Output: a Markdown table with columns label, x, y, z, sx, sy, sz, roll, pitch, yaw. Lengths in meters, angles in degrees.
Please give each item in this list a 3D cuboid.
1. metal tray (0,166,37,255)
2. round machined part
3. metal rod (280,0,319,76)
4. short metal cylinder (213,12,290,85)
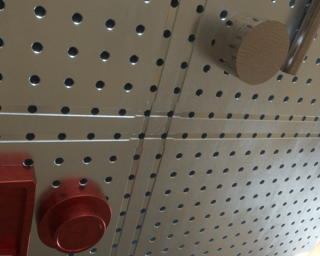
| label | x | y | z | sx | sy | sz | roll | pitch | yaw |
| --- | --- | --- | --- | --- | --- | --- | --- | --- | --- |
| metal tray | -0.201 | 0.107 | 0.364 | 0.091 | 0.030 | 0.129 | 2 | 117 | -30 |
| round machined part | -0.113 | 0.130 | 0.419 | 0.099 | 0.042 | 0.097 | -14 | 124 | -21 |
| metal rod | 0.234 | -0.213 | 0.406 | 0.025 | 0.025 | 0.298 | 4 | 117 | -30 |
| short metal cylinder | 0.115 | -0.101 | 0.395 | 0.081 | 0.050 | 0.079 | -14 | 124 | -21 |
